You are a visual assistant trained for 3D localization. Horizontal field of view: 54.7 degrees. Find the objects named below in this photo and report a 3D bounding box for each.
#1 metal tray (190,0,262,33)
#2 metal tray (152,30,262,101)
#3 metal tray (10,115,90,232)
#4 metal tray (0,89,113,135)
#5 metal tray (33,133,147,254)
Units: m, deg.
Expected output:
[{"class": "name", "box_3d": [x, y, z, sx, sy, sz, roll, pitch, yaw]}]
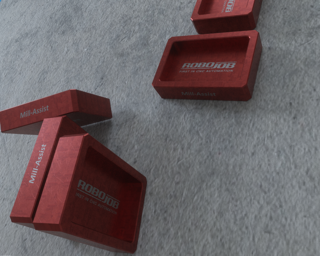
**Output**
[{"class": "metal tray", "box_3d": [0.108, -0.204, 0.468, 0.090, 0.030, 0.130, 5, 64, 30]}, {"class": "metal tray", "box_3d": [0.062, -0.083, 0.417, 0.130, 0.030, 0.090, 5, 64, 30]}, {"class": "metal tray", "box_3d": [-0.121, 0.061, 0.385, 0.030, 0.090, 0.130, -5, 60, 23]}, {"class": "metal tray", "box_3d": [-0.147, -0.018, 0.445, 0.130, 0.090, 0.030, -13, 82, 20]}, {"class": "metal tray", "box_3d": [-0.061, 0.073, 0.322, 0.030, 0.130, 0.090, -6, 59, 25]}]
